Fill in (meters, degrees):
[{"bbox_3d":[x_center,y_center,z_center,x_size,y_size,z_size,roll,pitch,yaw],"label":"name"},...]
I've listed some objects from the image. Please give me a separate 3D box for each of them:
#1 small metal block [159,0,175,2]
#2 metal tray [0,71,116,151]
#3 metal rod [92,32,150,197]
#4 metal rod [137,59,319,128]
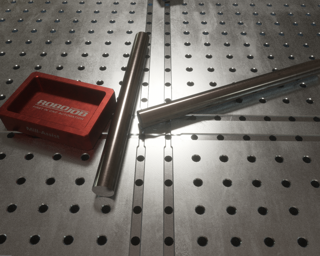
[{"bbox_3d":[0.018,-0.293,0.654,0.050,0.025,0.050,-14,52,-12],"label":"small metal block"},{"bbox_3d":[-0.137,-0.027,0.424,0.131,0.030,0.090,14,51,11],"label":"metal tray"},{"bbox_3d":[-0.047,-0.043,0.442,0.025,0.025,0.300,5,50,4],"label":"metal rod"},{"bbox_3d":[0.112,-0.055,0.454,0.302,0.025,0.025,-17,52,-15],"label":"metal rod"}]
